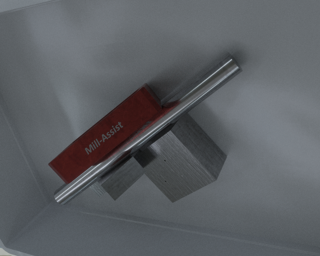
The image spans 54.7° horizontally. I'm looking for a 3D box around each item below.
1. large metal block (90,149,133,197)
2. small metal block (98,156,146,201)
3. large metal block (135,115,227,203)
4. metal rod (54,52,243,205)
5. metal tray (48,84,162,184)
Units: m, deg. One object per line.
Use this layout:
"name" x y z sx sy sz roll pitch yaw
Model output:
"large metal block" -0.084 0.044 0.458 0.080 0.050 0.080 47 129 -6
"small metal block" -0.049 0.061 0.390 0.025 0.050 0.050 50 165 -7
"large metal block" 0.025 0.039 0.401 0.080 0.050 0.080 47 129 -6
"metal rod" -0.031 0.014 0.382 0.299 0.025 0.025 -37 98 23
"metal tray" -0.058 0.002 0.360 0.130 0.090 0.030 -38 99 6
